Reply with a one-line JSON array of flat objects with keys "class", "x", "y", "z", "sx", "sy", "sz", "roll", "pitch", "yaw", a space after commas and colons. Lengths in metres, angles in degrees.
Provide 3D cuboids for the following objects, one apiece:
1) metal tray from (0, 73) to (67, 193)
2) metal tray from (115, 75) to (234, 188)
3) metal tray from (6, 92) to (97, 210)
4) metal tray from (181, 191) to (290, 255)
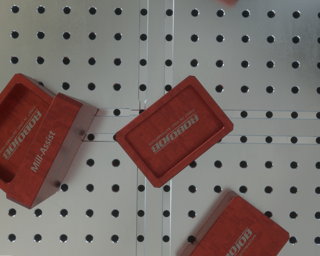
[{"class": "metal tray", "x": -0.182, "y": 0.007, "z": 0.402, "sx": 0.090, "sy": 0.030, "sz": 0.130, "roll": 37, "pitch": 91, "yaw": 6}, {"class": "metal tray", "x": 0.019, "y": 0.005, "z": 0.411, "sx": 0.130, "sy": 0.030, "sz": 0.090, "roll": -38, "pitch": 91, "yaw": -1}, {"class": "metal tray", "x": -0.127, "y": 0.025, "z": 0.379, "sx": 0.030, "sy": 0.090, "sz": 0.129, "roll": 26, "pitch": 90, "yaw": 0}, {"class": "metal tray", "x": 0.095, "y": 0.163, "z": 0.412, "sx": 0.090, "sy": 0.030, "sz": 0.130, "roll": 37, "pitch": 90, "yaw": -1}]
